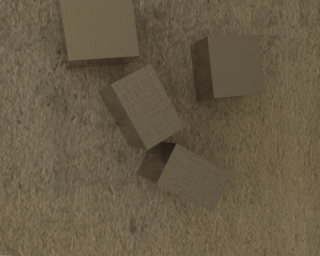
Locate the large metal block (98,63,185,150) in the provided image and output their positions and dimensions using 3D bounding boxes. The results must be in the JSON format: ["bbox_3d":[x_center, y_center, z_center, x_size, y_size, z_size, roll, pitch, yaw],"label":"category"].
[{"bbox_3d":[-0.026,-0.023,0.371,0.050,0.080,0.080,-32,101,-17],"label":"large metal block"}]

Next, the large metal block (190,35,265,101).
[{"bbox_3d":[0.093,-0.082,0.432,0.081,0.050,0.079,-7,93,-20],"label":"large metal block"}]

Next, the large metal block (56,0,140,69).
[{"bbox_3d":[-0.075,-0.118,0.368,0.081,0.050,0.079,-9,93,-20],"label":"large metal block"}]

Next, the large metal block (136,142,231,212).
[{"bbox_3d":[0.027,0.058,0.391,0.080,0.080,0.050,30,80,-18],"label":"large metal block"}]
